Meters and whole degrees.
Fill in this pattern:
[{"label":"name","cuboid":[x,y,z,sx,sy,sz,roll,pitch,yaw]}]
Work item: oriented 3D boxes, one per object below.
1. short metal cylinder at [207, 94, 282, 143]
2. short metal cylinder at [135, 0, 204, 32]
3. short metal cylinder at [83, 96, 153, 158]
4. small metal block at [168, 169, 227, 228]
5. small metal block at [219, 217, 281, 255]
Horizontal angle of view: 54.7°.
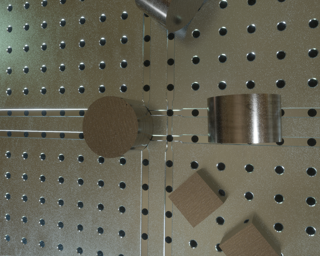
[{"label":"short metal cylinder","cuboid":[0.094,-0.010,0.350,0.080,0.080,0.050,-1,90,20]},{"label":"short metal cylinder","cuboid":[0.016,-0.166,0.378,0.050,0.080,0.080,40,103,15]},{"label":"short metal cylinder","cuboid":[-0.056,-0.001,0.419,0.080,0.050,0.080,0,90,20]},{"label":"small metal block","cuboid":[0.048,0.089,0.396,0.050,0.025,0.050,-44,77,14]},{"label":"small metal block","cuboid":[0.109,0.146,0.374,0.050,0.025,0.050,-42,77,15]}]
